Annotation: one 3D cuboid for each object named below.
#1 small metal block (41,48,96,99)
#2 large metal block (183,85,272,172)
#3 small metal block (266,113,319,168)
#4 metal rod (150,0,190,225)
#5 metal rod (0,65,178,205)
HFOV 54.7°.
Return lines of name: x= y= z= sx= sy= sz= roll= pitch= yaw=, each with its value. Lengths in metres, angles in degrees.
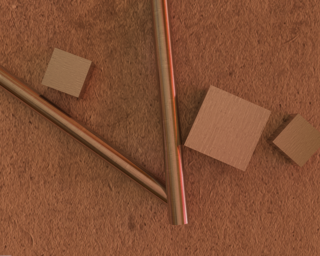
small metal block: x=-0.120 y=-0.071 z=0.408 sx=0.050 sy=0.025 sz=0.050 roll=20 pitch=90 yaw=-1
large metal block: x=0.082 y=0.000 z=0.399 sx=0.080 sy=0.050 sz=0.080 roll=24 pitch=90 yaw=-1
small metal block: x=0.181 y=0.016 z=0.412 sx=0.050 sy=0.025 sz=0.050 roll=42 pitch=90 yaw=-1
metal rod: x=0.011 y=-0.031 z=0.396 sx=0.025 sy=0.025 sz=0.298 roll=-5 pitch=85 yaw=-1
metal rod: x=-0.094 y=0.014 z=0.408 sx=0.301 sy=0.025 sz=0.025 roll=35 pitch=90 yaw=-1
